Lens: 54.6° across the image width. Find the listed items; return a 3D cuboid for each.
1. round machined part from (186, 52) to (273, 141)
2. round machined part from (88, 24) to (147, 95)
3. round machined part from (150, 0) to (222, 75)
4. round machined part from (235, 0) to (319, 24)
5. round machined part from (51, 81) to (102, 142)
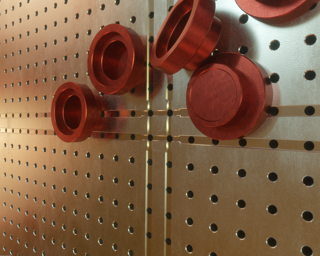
[{"bbox_3d":[0.068,-0.035,0.343,0.098,0.042,0.097,0,90,40],"label":"round machined part"},{"bbox_3d":[-0.057,-0.096,0.447,0.098,0.042,0.097,0,90,40],"label":"round machined part"},{"bbox_3d":[0.032,-0.104,0.353,0.098,0.042,0.098,-47,28,37],"label":"round machined part"},{"bbox_3d":[0.114,-0.158,0.305,0.098,0.042,0.097,0,90,40],"label":"round machined part"},{"bbox_3d":[-0.134,-0.026,0.511,0.098,0.042,0.097,0,90,40],"label":"round machined part"}]
